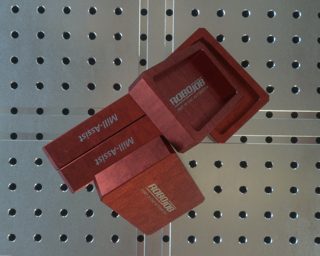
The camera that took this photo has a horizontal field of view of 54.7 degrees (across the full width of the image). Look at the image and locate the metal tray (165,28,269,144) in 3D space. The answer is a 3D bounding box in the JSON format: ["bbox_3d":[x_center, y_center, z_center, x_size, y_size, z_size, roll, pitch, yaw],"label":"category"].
[{"bbox_3d":[0.066,-0.054,0.410,0.090,0.030,0.130,-44,91,0],"label":"metal tray"}]

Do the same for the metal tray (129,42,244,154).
[{"bbox_3d":[0.036,-0.041,0.357,0.090,0.030,0.131,51,45,0],"label":"metal tray"}]

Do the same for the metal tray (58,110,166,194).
[{"bbox_3d":[-0.049,0.025,0.379,0.130,0.090,0.030,-32,90,0],"label":"metal tray"}]

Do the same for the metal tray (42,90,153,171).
[{"bbox_3d":[-0.067,0.000,0.380,0.130,0.090,0.030,-32,90,0],"label":"metal tray"}]

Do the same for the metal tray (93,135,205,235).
[{"bbox_3d":[-0.006,0.074,0.367,0.090,0.130,0.030,-32,49,0],"label":"metal tray"}]
